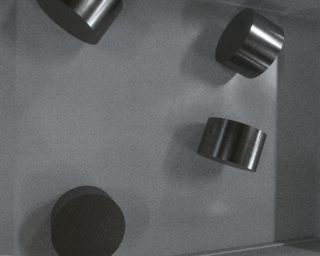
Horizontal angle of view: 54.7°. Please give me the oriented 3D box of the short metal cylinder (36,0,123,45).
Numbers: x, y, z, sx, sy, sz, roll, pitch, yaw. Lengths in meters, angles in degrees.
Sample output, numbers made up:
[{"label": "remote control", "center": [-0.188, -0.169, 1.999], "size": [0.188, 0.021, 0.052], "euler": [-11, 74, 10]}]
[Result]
[{"label": "short metal cylinder", "center": [-0.089, -0.140, 0.348], "size": [0.080, 0.080, 0.050], "euler": [35, 79, -17]}]

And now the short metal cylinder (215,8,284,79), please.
[{"label": "short metal cylinder", "center": [0.121, -0.115, 0.425], "size": [0.050, 0.080, 0.080], "euler": [23, 82, -19]}]

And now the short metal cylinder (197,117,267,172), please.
[{"label": "short metal cylinder", "center": [0.096, 0.023, 0.416], "size": [0.080, 0.080, 0.050], "euler": [21, 83, -19]}]

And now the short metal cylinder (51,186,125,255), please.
[{"label": "short metal cylinder", "center": [-0.086, 0.112, 0.366], "size": [0.081, 0.050, 0.080], "euler": [0, 90, -20]}]
